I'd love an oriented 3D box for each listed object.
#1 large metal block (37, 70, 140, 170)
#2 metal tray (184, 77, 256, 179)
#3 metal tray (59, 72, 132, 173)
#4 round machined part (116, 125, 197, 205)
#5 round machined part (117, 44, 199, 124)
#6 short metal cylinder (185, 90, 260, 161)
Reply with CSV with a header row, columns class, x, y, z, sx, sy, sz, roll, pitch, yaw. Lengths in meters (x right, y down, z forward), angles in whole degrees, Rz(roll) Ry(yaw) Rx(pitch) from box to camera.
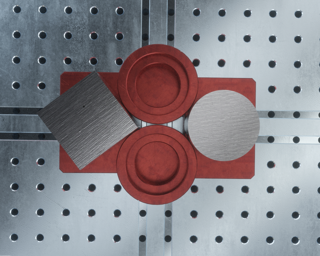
class,x,y,z,sx,sy,sz,roll,pitch,yaw
large metal block,-0.081,-0.009,0.370,0.080,0.050,0.080,-37,90,0
metal tray,0.077,0.000,0.409,0.091,0.030,0.129,1,90,0
metal tray,-0.083,-0.007,0.410,0.091,0.030,0.129,1,90,-2
round machined part,-0.004,0.045,0.396,0.099,0.042,0.097,0,90,0
round machined part,-0.002,-0.054,0.396,0.099,0.042,0.097,0,90,0
short metal cylinder,0.071,-0.003,0.370,0.081,0.050,0.079,0,90,0
